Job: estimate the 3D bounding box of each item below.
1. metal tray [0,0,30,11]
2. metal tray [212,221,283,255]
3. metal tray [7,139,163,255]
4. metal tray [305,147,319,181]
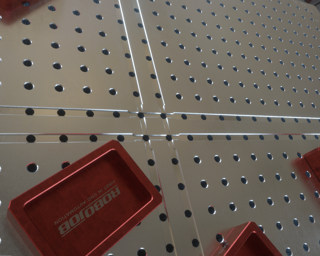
[{"bbox_3d":[-0.202,-0.229,0.436,0.090,0.030,0.130,37,51,-4],"label":"metal tray"},{"bbox_3d":[0.093,0.181,0.346,0.131,0.030,0.090,-34,81,-38],"label":"metal tray"},{"bbox_3d":[-0.071,0.080,0.318,0.131,0.030,0.090,-33,81,-38],"label":"metal tray"},{"bbox_3d":[0.315,0.086,0.525,0.091,0.030,0.130,-14,69,-34],"label":"metal tray"}]
